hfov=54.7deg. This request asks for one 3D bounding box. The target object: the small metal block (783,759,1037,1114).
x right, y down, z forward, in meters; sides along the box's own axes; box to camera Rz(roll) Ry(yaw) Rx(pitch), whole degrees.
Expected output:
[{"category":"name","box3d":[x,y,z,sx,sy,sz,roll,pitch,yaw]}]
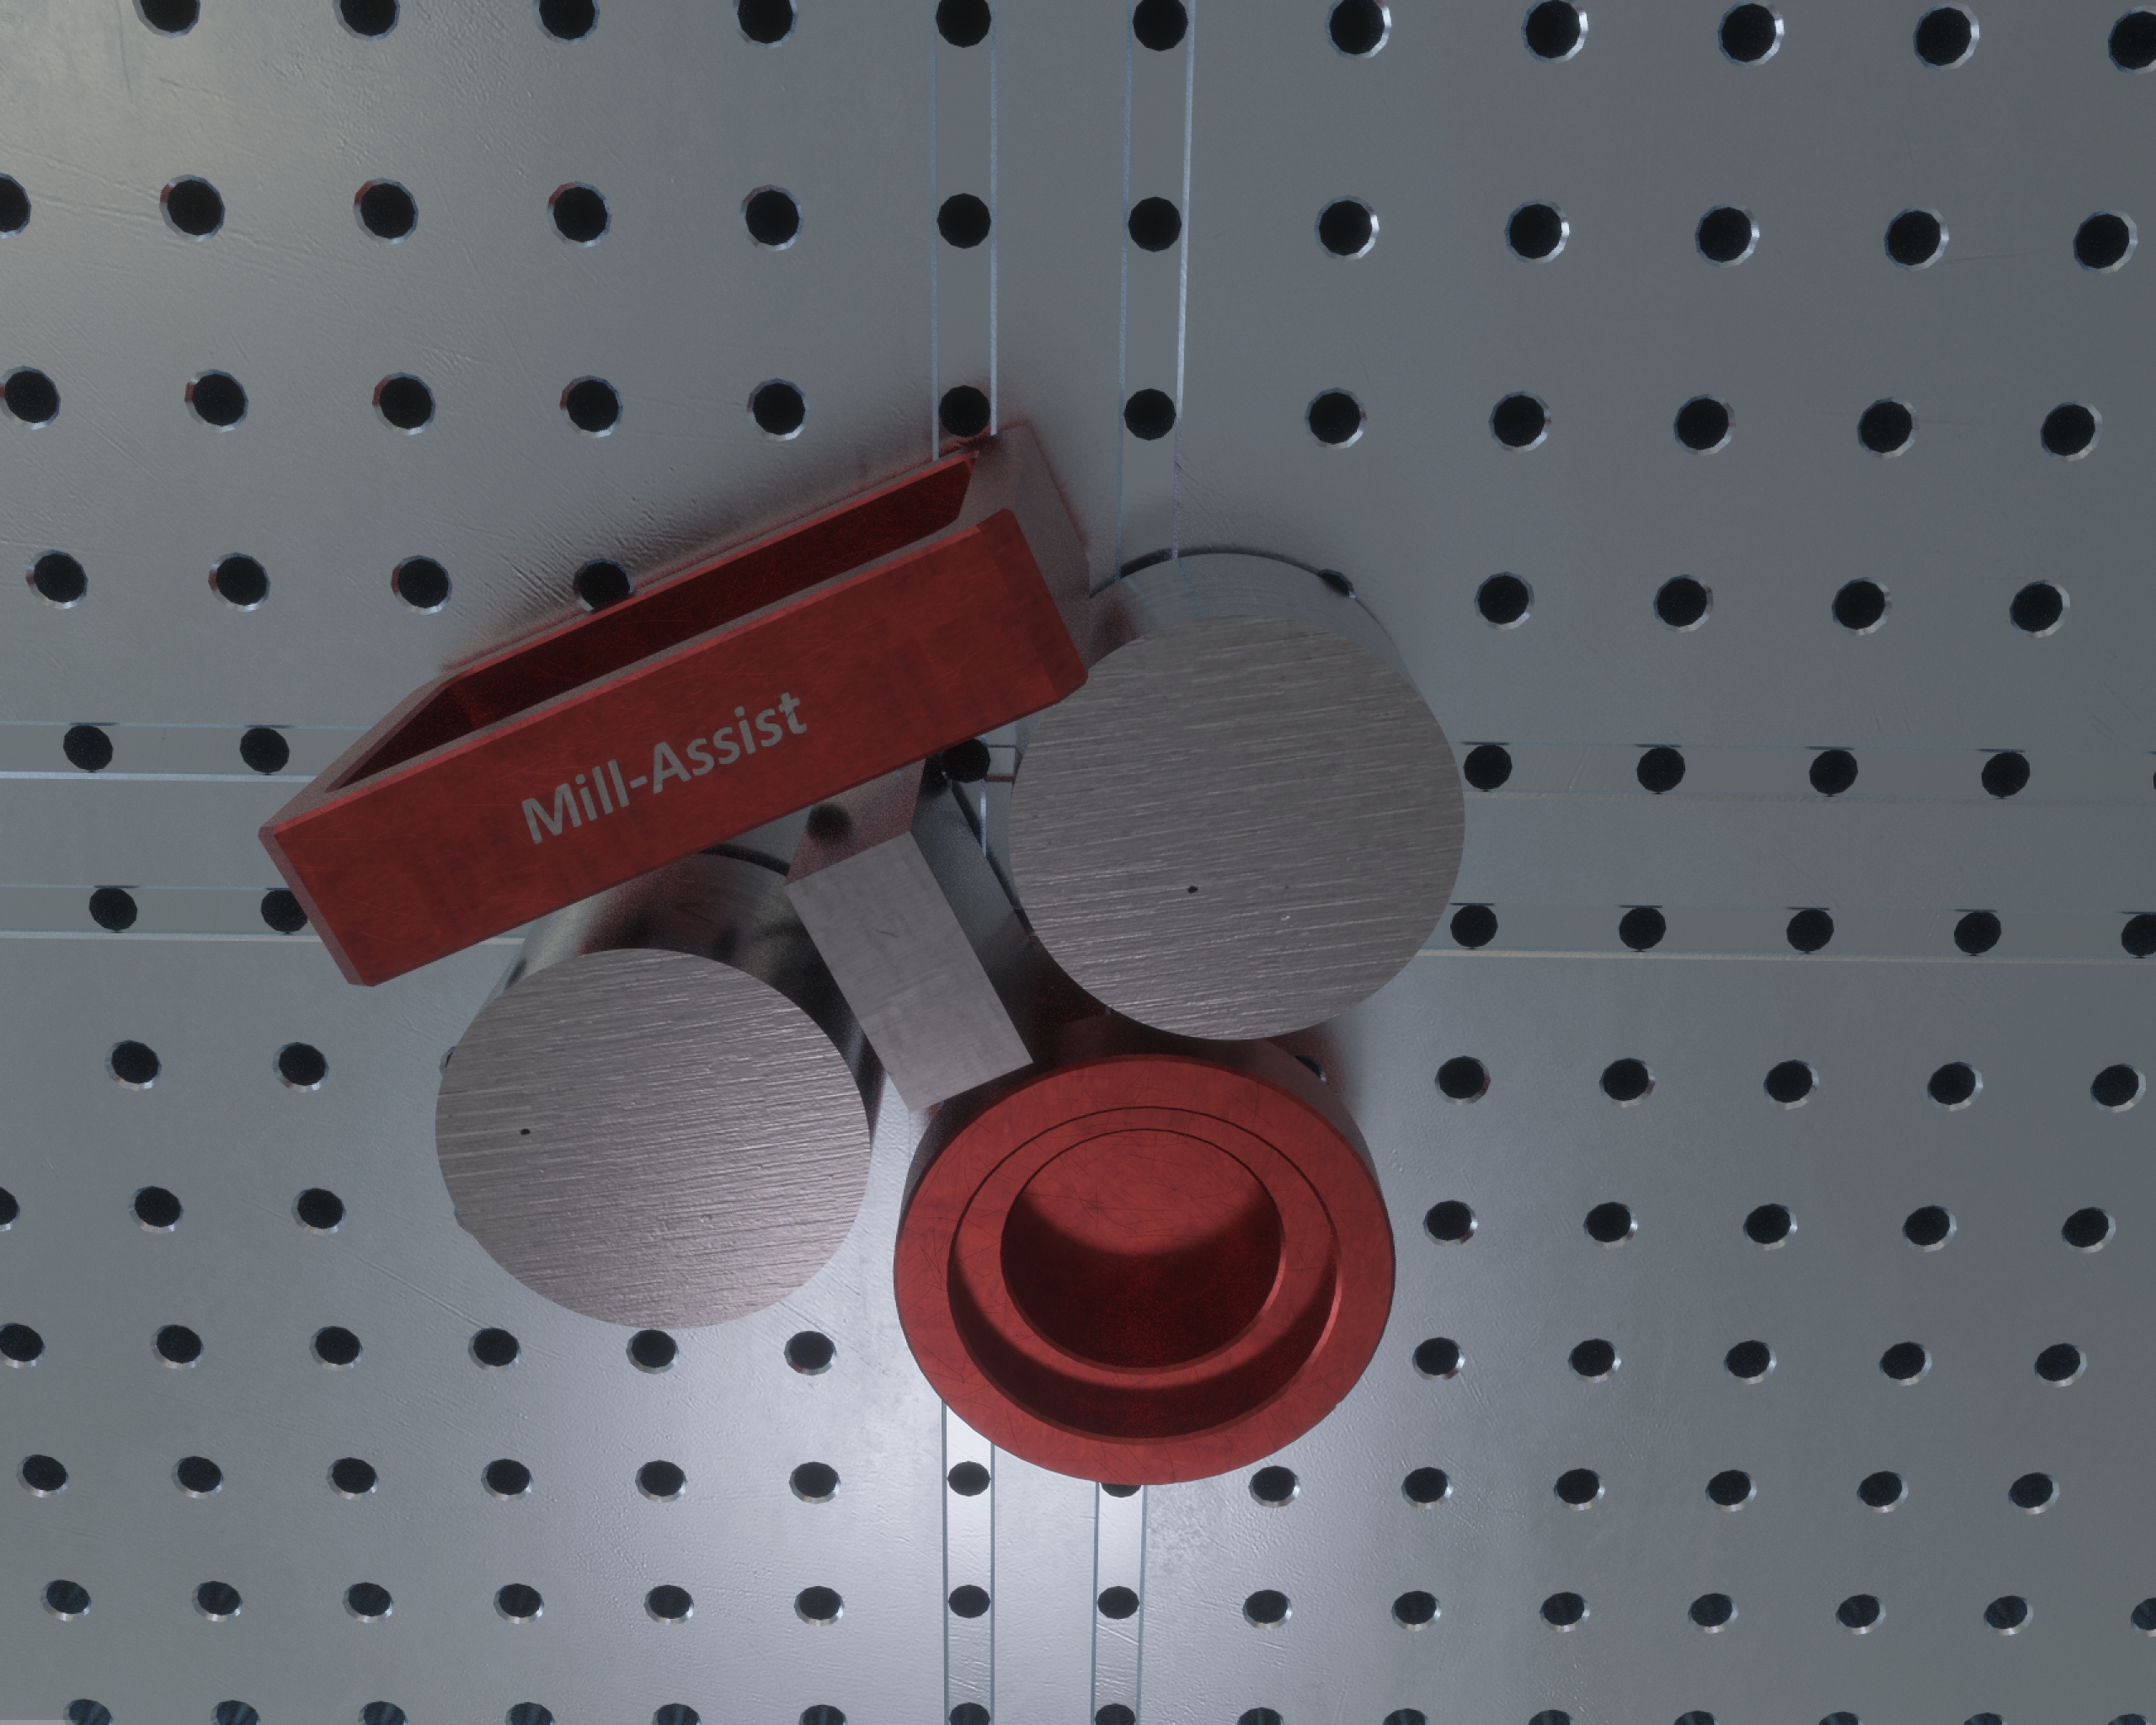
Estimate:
[{"category":"small metal block","box3d":[-0.030,0.012,0.399,0.025,0.050,0.050,-24,109,8]}]

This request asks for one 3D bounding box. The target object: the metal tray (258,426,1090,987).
[{"category":"metal tray","box3d":[-0.064,-0.030,0.362,0.130,0.090,0.030,-22,109,8]}]

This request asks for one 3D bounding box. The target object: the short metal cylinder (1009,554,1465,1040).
[{"category":"short metal cylinder","box3d":[0.028,-0.013,0.391,0.081,0.050,0.079,0,110,0]}]

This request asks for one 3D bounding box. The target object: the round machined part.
[{"category":"round machined part","box3d":[0.013,0.075,0.428,0.099,0.042,0.097,0,110,0]}]

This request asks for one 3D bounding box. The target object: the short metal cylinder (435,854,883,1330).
[{"category":"short metal cylinder","box3d":[-0.079,0.044,0.411,0.081,0.050,0.079,0,110,0]}]
